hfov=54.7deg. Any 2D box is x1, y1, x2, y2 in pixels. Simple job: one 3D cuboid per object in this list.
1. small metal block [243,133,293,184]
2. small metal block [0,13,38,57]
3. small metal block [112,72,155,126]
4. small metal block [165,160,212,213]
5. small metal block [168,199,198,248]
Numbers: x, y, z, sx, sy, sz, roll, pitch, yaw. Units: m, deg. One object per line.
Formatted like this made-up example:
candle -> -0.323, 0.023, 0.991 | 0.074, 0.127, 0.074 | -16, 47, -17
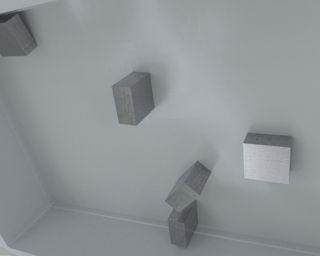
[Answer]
small metal block -> 0.126, 0.035, 0.364 | 0.050, 0.025, 0.050 | 4, 121, 26
small metal block -> -0.210, -0.128, 0.432 | 0.050, 0.025, 0.050 | 5, 138, 25
small metal block -> -0.032, -0.038, 0.386 | 0.025, 0.050, 0.050 | 7, 122, 24
small metal block -> 0.039, 0.079, 0.421 | 0.025, 0.050, 0.050 | 40, 129, 1
small metal block -> 0.035, 0.139, 0.460 | 0.025, 0.050, 0.050 | 7, 122, 25
